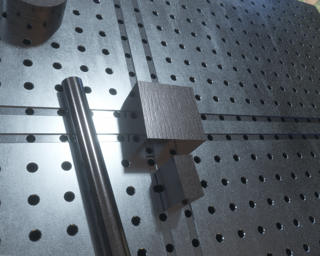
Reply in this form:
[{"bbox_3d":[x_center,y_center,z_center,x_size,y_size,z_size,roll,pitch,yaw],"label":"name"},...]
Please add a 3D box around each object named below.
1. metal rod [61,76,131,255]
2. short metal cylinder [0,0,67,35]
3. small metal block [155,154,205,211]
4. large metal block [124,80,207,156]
[{"bbox_3d":[-0.061,0.074,0.330,0.025,0.025,0.299,-6,65,-31],"label":"metal rod"},{"bbox_3d":[-0.166,-0.170,0.407,0.081,0.050,0.080,14,56,-21],"label":"short metal cylinder"},{"bbox_3d":[0.022,0.065,0.366,0.025,0.050,0.050,-1,63,-29],"label":"small metal block"},{"bbox_3d":[0.004,-0.010,0.402,0.081,0.050,0.080,3,60,-27],"label":"large metal block"}]
